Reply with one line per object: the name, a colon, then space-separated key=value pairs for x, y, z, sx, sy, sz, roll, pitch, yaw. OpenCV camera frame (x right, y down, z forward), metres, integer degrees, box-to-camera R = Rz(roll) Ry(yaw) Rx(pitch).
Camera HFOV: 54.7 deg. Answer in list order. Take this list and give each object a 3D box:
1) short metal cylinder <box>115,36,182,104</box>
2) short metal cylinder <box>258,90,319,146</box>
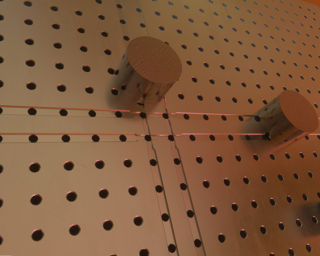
short metal cylinder: x=-0.016 y=-0.080 z=0.432 sx=0.081 sy=0.050 sz=0.080 roll=14 pitch=56 yaw=-21
short metal cylinder: x=0.213 y=-0.017 z=0.517 sx=0.081 sy=0.050 sz=0.080 roll=14 pitch=56 yaw=-21
